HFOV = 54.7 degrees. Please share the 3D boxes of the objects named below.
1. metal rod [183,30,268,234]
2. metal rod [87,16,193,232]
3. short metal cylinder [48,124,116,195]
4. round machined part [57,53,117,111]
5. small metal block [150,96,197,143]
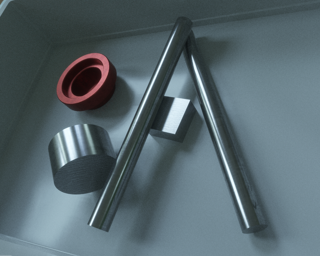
[{"bbox_3d":[0.065,-0.022,0.384,0.025,0.025,0.299,-23,53,14],"label":"metal rod"},{"bbox_3d":[-0.017,-0.020,0.393,0.025,0.025,0.300,9,66,31],"label":"metal rod"},{"bbox_3d":[-0.097,0.041,0.395,0.080,0.080,0.050,-32,52,7],"label":"short metal cylinder"},{"bbox_3d":[-0.111,-0.068,0.492,0.098,0.042,0.098,-13,56,20],"label":"round machined part"},{"bbox_3d":[0.013,-0.013,0.406,0.050,0.025,0.050,13,68,33],"label":"small metal block"}]
